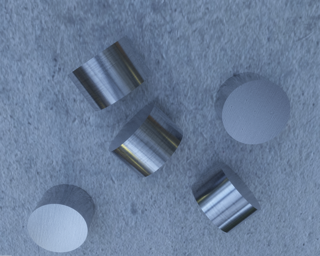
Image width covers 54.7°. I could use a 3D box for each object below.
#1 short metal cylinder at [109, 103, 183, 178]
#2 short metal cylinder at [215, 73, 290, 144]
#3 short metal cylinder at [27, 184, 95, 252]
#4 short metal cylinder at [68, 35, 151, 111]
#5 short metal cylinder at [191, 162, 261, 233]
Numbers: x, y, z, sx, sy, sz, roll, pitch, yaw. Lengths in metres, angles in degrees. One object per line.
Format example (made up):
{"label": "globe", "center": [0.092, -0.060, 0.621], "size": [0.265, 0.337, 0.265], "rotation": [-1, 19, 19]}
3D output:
{"label": "short metal cylinder", "center": [-0.018, 0.015, 0.386], "size": [0.080, 0.080, 0.050], "rotation": [-43, 105, 14]}
{"label": "short metal cylinder", "center": [0.113, -0.026, 0.389], "size": [0.081, 0.050, 0.079], "rotation": [0, 110, -1]}
{"label": "short metal cylinder", "center": [-0.138, 0.128, 0.442], "size": [0.081, 0.050, 0.079], "rotation": [0, 110, -1]}
{"label": "short metal cylinder", "center": [-0.057, -0.063, 0.357], "size": [0.080, 0.080, 0.050], "rotation": [-31, 107, 10]}
{"label": "short metal cylinder", "center": [0.088, 0.092, 0.416], "size": [0.050, 0.080, 0.080], "rotation": [-43, 105, 14]}
